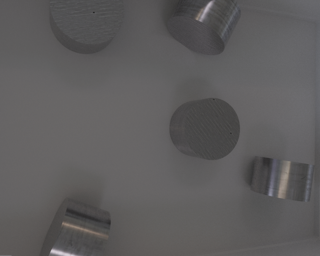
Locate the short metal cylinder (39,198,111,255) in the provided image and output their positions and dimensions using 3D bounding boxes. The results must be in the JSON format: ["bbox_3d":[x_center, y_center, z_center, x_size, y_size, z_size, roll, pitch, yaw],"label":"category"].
[{"bbox_3d":[-0.096,0.124,0.346,0.050,0.080,0.080,25,82,-18],"label":"short metal cylinder"}]

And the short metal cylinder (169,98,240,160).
[{"bbox_3d":[0.059,0.001,0.419,0.081,0.050,0.080,0,90,-20],"label":"short metal cylinder"}]

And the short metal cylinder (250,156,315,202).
[{"bbox_3d":[0.175,0.071,0.446,0.081,0.080,0.050,10,87,-20],"label":"short metal cylinder"}]

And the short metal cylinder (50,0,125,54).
[{"bbox_3d":[-0.087,-0.132,0.365,0.081,0.050,0.080,0,90,-20],"label":"short metal cylinder"}]

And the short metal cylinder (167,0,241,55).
[{"bbox_3d":[0.057,-0.139,0.402,0.080,0.080,0.050,30,80,-18],"label":"short metal cylinder"}]
